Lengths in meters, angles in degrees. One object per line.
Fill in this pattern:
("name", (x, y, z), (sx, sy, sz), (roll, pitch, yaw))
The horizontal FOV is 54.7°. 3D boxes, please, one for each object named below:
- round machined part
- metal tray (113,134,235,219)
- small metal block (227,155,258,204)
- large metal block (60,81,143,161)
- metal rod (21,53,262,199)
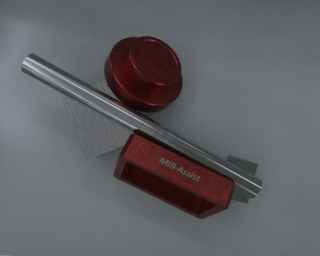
("round machined part", (-0.014, -0.071, 0.375), (0.099, 0.042, 0.098), (14, 59, -25))
("metal tray", (0.012, 0.063, 0.374), (0.131, 0.090, 0.030), (26, 63, -1))
("small metal block", (0.100, 0.064, 0.399), (0.025, 0.050, 0.050), (15, 90, 0))
("large metal block", (-0.067, -0.013, 0.396), (0.080, 0.050, 0.080), (-22, 90, -1))
("metal rod", (-0.020, -0.002, 0.358), (0.301, 0.025, 0.025), (29, 90, -1))
